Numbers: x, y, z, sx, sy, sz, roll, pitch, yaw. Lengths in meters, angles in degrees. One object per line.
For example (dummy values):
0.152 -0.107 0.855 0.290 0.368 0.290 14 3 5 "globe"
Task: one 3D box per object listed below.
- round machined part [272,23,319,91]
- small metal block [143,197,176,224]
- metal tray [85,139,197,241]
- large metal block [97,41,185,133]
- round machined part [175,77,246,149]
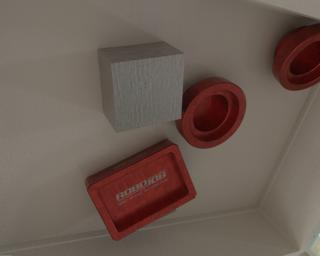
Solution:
0.203 -0.103 0.436 0.099 0.042 0.097 -13 139 -12 "round machined part"
-0.005 0.114 0.478 0.050 0.025 0.050 -20 127 -17 "small metal block"
-0.024 0.083 0.426 0.131 0.030 0.090 -26 108 -13 "metal tray"
-0.021 -0.048 0.352 0.081 0.050 0.079 -13 124 -22 "large metal block"
0.064 -0.024 0.420 0.099 0.042 0.097 -14 125 -21 "round machined part"
